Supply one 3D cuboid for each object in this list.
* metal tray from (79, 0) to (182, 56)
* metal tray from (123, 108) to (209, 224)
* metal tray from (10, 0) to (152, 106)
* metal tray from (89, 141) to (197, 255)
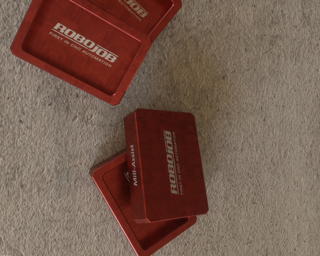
[{"bbox_3d":[-0.048,-0.166,0.388,0.130,0.030,0.090,40,77,-16],"label":"metal tray"},{"bbox_3d":[0.008,0.044,0.380,0.091,0.030,0.129,3,73,-34],"label":"metal tray"},{"bbox_3d":[-0.087,-0.094,0.355,0.131,0.030,0.090,27,99,-14],"label":"metal tray"},{"bbox_3d":[-0.020,0.088,0.398,0.091,0.030,0.130,-30,100,-18],"label":"metal tray"}]
